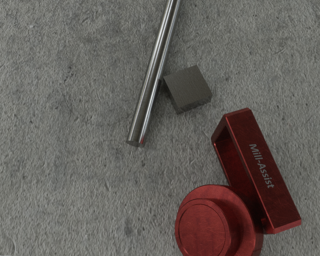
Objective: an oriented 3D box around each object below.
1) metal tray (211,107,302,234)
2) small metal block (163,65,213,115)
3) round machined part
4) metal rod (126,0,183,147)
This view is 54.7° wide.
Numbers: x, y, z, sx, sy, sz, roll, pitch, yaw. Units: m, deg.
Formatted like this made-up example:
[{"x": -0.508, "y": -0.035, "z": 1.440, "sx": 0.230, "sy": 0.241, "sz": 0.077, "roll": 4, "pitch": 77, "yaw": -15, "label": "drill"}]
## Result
[{"x": 0.102, "y": 0.053, "z": 0.355, "sx": 0.030, "sy": 0.090, "sz": 0.130, "roll": -17, "pitch": 71, "yaw": -7, "label": "metal tray"}, {"x": 0.037, "y": -0.053, "z": 0.428, "sx": 0.050, "sy": 0.025, "sz": 0.050, "roll": -22, "pitch": 72, "yaw": -8, "label": "small metal block"}, {"x": 0.055, "y": 0.110, "z": 0.332, "sx": 0.098, "sy": 0.042, "sz": 0.098, "roll": -10, "pitch": 74, "yaw": 39, "label": "round machined part"}, {"x": 0.002, "y": -0.116, "z": 0.450, "sx": 0.025, "sy": 0.025, "sz": 0.299, "roll": 13, "pitch": 70, "yaw": 4, "label": "metal rod"}]
